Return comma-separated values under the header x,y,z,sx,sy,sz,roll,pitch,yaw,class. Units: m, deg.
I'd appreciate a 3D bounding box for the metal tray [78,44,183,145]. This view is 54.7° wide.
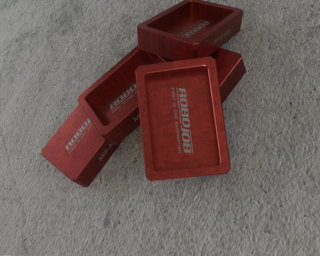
x,y,z,sx,sy,sz,roll,pitch,yaw,class
-0.038,-0.051,0.413,0.130,0.030,0.090,-41,51,-1,metal tray

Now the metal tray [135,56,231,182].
x,y,z,sx,sy,sz,roll,pitch,yaw,class
0.025,-0.009,0.350,0.090,0.030,0.129,-7,82,5,metal tray

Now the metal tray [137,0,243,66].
x,y,z,sx,sy,sz,roll,pitch,yaw,class
0.043,-0.134,0.417,0.090,0.030,0.131,25,47,26,metal tray

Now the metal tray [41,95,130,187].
x,y,z,sx,sy,sz,roll,pitch,yaw,class
-0.100,0.008,0.447,0.090,0.030,0.130,27,76,37,metal tray

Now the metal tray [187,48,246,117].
x,y,z,sx,sy,sz,roll,pitch,yaw,class
0.038,-0.075,0.427,0.130,0.030,0.090,30,78,37,metal tray
